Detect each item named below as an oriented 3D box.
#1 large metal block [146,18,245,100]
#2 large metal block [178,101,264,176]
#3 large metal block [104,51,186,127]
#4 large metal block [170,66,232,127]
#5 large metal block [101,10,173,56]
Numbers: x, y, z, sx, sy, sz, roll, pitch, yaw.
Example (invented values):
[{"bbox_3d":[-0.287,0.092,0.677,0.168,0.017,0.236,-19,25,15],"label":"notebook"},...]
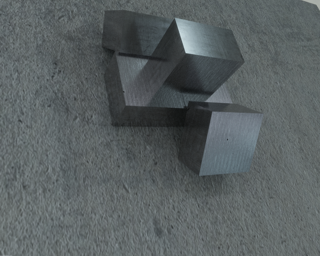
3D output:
[{"bbox_3d":[0.040,-0.080,0.378,0.081,0.080,0.050,1,61,-28],"label":"large metal block"},{"bbox_3d":[0.077,0.012,0.398,0.081,0.079,0.050,1,18,-29],"label":"large metal block"},{"bbox_3d":[-0.022,-0.049,0.406,0.081,0.050,0.080,1,62,-28],"label":"large metal block"},{"bbox_3d":[0.049,-0.048,0.445,0.081,0.050,0.080,1,62,-28],"label":"large metal block"},{"bbox_3d":[-0.028,-0.129,0.428,0.081,0.050,0.080,0,18,-28],"label":"large metal block"}]
